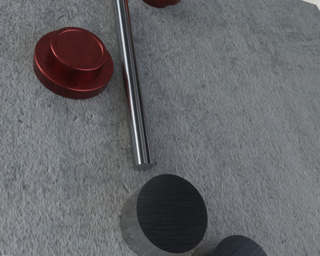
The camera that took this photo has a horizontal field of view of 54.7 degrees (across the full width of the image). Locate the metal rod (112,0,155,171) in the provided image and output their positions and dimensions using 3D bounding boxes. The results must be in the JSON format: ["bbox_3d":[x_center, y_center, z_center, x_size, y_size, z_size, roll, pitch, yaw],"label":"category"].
[{"bbox_3d":[-0.043,-0.085,0.433,0.025,0.025,0.299,4,60,-27],"label":"metal rod"}]

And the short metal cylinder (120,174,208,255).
[{"bbox_3d":[0.003,0.096,0.332,0.081,0.050,0.080,14,56,-21],"label":"short metal cylinder"}]

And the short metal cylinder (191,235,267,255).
[{"bbox_3d":[0.075,0.161,0.332,0.081,0.050,0.080,14,56,-21],"label":"short metal cylinder"}]

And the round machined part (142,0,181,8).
[{"bbox_3d":[-0.005,-0.251,0.546,0.099,0.042,0.098,14,56,-21],"label":"round machined part"}]

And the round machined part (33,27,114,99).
[{"bbox_3d":[-0.105,-0.088,0.391,0.099,0.042,0.098,14,56,-21],"label":"round machined part"}]
